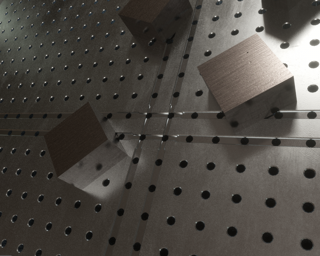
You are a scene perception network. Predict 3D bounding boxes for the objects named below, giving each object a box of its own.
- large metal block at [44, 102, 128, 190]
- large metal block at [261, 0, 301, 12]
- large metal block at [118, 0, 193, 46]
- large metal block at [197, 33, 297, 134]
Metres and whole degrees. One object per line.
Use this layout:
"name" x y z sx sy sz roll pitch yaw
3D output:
"large metal block" -0.104 0.024 0.430 0.080 0.050 0.080 -37 51 3
"large metal block" 0.178 -0.221 0.415 0.080 0.080 0.050 -43 51 -1
"large metal block" -0.007 -0.192 0.512 0.080 0.050 0.080 29 77 37
"large metal block" 0.102 -0.053 0.370 0.080 0.050 0.080 -29 52 9
